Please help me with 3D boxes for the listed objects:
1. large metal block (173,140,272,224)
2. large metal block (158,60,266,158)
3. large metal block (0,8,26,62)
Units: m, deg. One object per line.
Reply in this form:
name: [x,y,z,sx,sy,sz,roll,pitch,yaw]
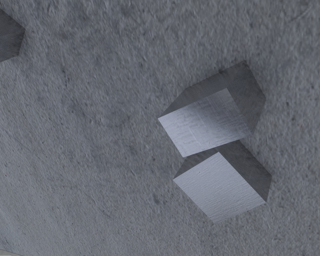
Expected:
large metal block: [0.078,0.063,0.388,0.080,0.050,0.080,47,129,-5]
large metal block: [0.057,-0.021,0.327,0.080,0.080,0.050,-23,106,36]
large metal block: [-0.248,-0.130,0.419,0.080,0.080,0.050,40,129,1]
